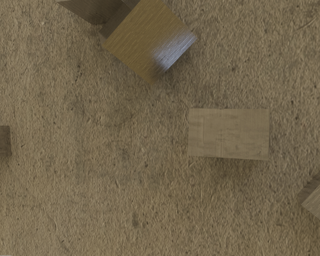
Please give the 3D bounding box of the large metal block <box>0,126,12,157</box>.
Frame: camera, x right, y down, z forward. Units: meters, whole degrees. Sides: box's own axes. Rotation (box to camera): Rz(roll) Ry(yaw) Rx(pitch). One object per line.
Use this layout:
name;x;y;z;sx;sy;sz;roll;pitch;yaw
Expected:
large metal block;-0.297;0.025;0.485;0.080;0.080;0.050;-7;88;20

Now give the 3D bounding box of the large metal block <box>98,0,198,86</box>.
large metal block;-0.016;-0.113;0.379;0.080;0.080;0.050;-45;33;14

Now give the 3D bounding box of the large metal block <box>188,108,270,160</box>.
large metal block;0.082;0.005;0.351;0.080;0.080;0.050;2;91;20

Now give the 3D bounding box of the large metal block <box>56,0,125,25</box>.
large metal block;-0.075;-0.177;0.405;0.080;0.080;0.050;1;88;20

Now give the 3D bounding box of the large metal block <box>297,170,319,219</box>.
large metal block;0.206;0.072;0.323;0.080;0.050;0.080;40;103;15
